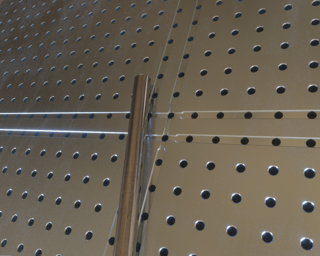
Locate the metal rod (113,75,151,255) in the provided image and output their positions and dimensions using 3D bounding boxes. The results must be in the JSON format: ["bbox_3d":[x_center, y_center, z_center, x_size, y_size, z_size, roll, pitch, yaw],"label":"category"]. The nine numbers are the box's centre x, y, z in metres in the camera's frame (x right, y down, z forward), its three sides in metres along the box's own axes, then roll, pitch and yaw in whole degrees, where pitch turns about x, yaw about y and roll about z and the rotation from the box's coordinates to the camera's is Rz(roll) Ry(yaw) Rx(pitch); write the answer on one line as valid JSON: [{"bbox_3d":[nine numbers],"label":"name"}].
[{"bbox_3d":[-0.034,0.057,0.389,0.025,0.025,0.299,-10,57,22],"label":"metal rod"}]
